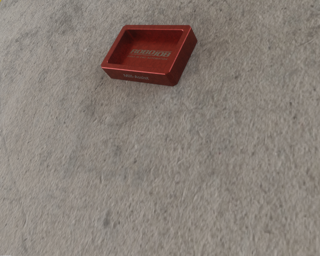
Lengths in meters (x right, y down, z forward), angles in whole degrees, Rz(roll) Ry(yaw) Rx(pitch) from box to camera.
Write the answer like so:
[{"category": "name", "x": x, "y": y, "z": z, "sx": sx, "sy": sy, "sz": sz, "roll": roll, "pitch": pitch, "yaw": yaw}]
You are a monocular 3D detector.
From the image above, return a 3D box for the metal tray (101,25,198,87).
[{"category": "metal tray", "x": -0.018, "y": -0.116, "z": 0.479, "sx": 0.130, "sy": 0.030, "sz": 0.090, "roll": 13, "pitch": 68, "yaw": 33}]
